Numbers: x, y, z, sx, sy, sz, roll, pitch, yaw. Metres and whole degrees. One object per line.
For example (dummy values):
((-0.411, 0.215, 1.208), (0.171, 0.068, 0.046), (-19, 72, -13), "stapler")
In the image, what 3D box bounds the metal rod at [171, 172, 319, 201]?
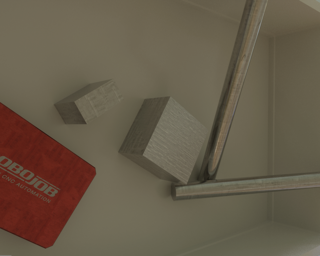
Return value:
((0.164, 0.084, 0.467), (0.302, 0.025, 0.025), (-2, 91, -15), "metal rod")

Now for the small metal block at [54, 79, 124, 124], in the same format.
((-0.076, -0.027, 0.328), (0.050, 0.050, 0.025), (-39, 114, -33), "small metal block")

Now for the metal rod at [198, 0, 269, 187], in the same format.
((0.095, -0.050, 0.411), (0.025, 0.025, 0.298), (-10, 121, -40), "metal rod")

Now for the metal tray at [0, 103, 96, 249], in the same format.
((-0.136, 0.044, 0.291), (0.130, 0.030, 0.090), (43, 64, -32), "metal tray")

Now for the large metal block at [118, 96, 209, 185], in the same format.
((0.007, 0.016, 0.398), (0.080, 0.050, 0.080), (38, 67, -34), "large metal block")
